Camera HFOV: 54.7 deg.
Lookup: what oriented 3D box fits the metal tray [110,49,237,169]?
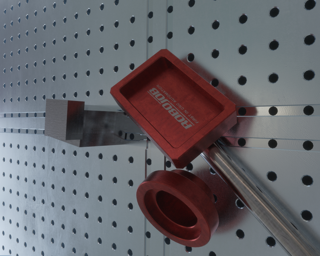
[{"bbox_3d":[0.013,-0.027,0.363,0.090,0.030,0.130,-39,60,-8],"label":"metal tray"}]

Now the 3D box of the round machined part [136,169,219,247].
[{"bbox_3d":[0.024,0.087,0.360,0.098,0.042,0.097,23,135,26],"label":"round machined part"}]

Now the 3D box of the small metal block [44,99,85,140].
[{"bbox_3d":[-0.127,-0.012,0.410,0.050,0.025,0.050,7,95,39],"label":"small metal block"}]

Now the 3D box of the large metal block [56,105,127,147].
[{"bbox_3d":[-0.108,-0.006,0.462,0.080,0.081,0.050,13,99,39],"label":"large metal block"}]

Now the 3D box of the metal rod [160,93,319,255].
[{"bbox_3d":[0.090,0.063,0.335,0.300,0.025,0.025,50,119,28],"label":"metal rod"}]
